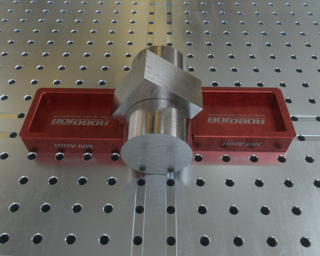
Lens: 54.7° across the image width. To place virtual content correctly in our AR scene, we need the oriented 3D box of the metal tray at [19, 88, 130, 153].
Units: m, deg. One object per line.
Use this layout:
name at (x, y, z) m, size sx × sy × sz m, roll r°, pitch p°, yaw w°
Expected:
metal tray at (-0.106, -0.012, 0.413) m, size 0.131 × 0.030 × 0.090 m, roll 1°, pitch 50°, yaw 0°

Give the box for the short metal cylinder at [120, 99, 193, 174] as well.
short metal cylinder at (-0.003, 0.012, 0.361) m, size 0.080 × 0.080 × 0.050 m, roll 1°, pitch 50°, yaw 1°

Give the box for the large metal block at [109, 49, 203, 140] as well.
large metal block at (-0.005, -0.036, 0.383) m, size 0.080 × 0.080 × 0.050 m, roll 25°, pitch 45°, yaw -24°

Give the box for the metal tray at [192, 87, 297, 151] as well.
metal tray at (0.103, -0.014, 0.416) m, size 0.131 × 0.030 × 0.090 m, roll 1°, pitch 50°, yaw 0°

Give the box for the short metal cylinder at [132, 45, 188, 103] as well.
short metal cylinder at (0.000, -0.065, 0.426) m, size 0.080 × 0.080 × 0.050 m, roll 1°, pitch 50°, yaw 1°
